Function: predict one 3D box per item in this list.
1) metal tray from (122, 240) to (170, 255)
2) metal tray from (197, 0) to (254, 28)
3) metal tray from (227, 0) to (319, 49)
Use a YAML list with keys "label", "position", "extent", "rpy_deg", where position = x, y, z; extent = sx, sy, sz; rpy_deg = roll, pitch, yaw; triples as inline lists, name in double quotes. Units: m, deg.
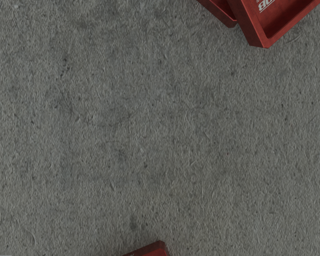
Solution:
- label: "metal tray"
  position: [-0.039, 0.217, 0.407]
  extent: [0.131, 0.030, 0.090]
  rpy_deg: [-22, 90, 0]
- label: "metal tray"
  position: [0.106, -0.211, 0.408]
  extent: [0.090, 0.030, 0.130]
  rpy_deg: [41, 90, 0]
- label: "metal tray"
  position: [0.151, -0.174, 0.383]
  extent: [0.130, 0.030, 0.090]
  rpy_deg: [-41, 121, -4]
